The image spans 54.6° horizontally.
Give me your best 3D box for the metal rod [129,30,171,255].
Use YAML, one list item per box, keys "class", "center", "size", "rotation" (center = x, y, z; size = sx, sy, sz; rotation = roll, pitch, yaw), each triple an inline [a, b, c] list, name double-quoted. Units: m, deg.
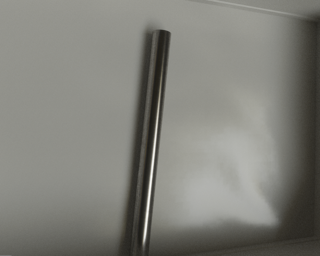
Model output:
- class: "metal rod"
  center: [-0.013, 0.022, 0.405]
  size: [0.025, 0.025, 0.299]
  rotation: [7, 88, -20]
